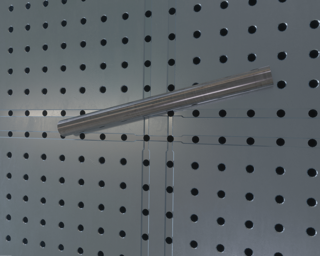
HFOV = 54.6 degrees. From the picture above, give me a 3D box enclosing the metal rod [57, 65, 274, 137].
[{"bbox_3d":[-0.007,-0.031,0.415,0.300,0.025,0.025,-13,86,19],"label":"metal rod"}]
